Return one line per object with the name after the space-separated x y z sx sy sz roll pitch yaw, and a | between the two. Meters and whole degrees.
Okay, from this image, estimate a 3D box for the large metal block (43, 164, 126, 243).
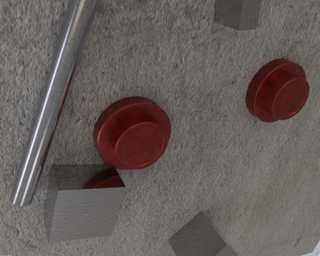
-0.098 0.093 0.395 0.081 0.050 0.079 3 117 -30 | large metal block

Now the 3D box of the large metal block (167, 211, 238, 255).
0.073 0.208 0.540 0.080 0.080 0.050 -42 130 0 | large metal block

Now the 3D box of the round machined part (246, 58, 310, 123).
0.182 -0.051 0.464 0.099 0.042 0.097 -14 124 -21 | round machined part

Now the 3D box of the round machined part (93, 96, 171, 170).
-0.030 0.013 0.388 0.099 0.042 0.097 -14 124 -21 | round machined part

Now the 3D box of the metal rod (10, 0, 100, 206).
-0.106 -0.044 0.321 0.025 0.025 0.298 12 112 -33 | metal rod

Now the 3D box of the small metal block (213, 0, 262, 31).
0.088 -0.142 0.351 0.025 0.050 0.050 -12 124 -22 | small metal block
